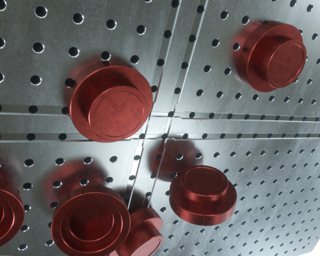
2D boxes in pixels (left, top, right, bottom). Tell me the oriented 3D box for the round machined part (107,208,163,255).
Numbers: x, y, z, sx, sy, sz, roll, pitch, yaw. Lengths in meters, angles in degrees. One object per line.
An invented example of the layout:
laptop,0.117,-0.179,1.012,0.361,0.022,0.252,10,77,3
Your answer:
round machined part,-0.034,0.171,0.469,0.099,0.042,0.098,-29,144,-23

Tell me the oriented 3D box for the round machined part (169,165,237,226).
round machined part,0.063,0.091,0.454,0.099,0.098,0.042,-12,124,-22

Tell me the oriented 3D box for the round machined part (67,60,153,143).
round machined part,-0.053,-0.024,0.356,0.099,0.042,0.097,-14,124,-21

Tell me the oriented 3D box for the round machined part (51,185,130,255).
round machined part,-0.091,0.120,0.413,0.099,0.042,0.097,-4,107,-14

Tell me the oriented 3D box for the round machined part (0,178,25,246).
round machined part,-0.205,0.091,0.344,0.099,0.042,0.097,-14,124,-21

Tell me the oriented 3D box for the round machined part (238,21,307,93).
round machined part,0.161,-0.094,0.429,0.099,0.042,0.097,-14,124,-21
